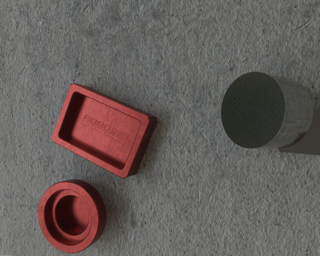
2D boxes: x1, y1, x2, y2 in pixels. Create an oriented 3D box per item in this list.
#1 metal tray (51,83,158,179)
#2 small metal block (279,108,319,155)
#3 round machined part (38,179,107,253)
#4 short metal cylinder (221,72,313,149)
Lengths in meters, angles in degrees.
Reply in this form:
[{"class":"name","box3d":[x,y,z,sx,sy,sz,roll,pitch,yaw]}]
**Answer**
[{"class":"metal tray","box3d":[-0.079,0.002,0.432,0.130,0.030,0.089,24,98,18]},{"class":"small metal block","box3d":[0.163,0.004,0.352,0.050,0.025,0.050,4,91,19]},{"class":"round machined part","box3d":[-0.119,0.121,0.440,0.098,0.042,0.097,0,90,19]},{"class":"short metal cylinder","box3d":[0.114,-0.018,0.336,0.080,0.050,0.080,-5,84,54]}]
